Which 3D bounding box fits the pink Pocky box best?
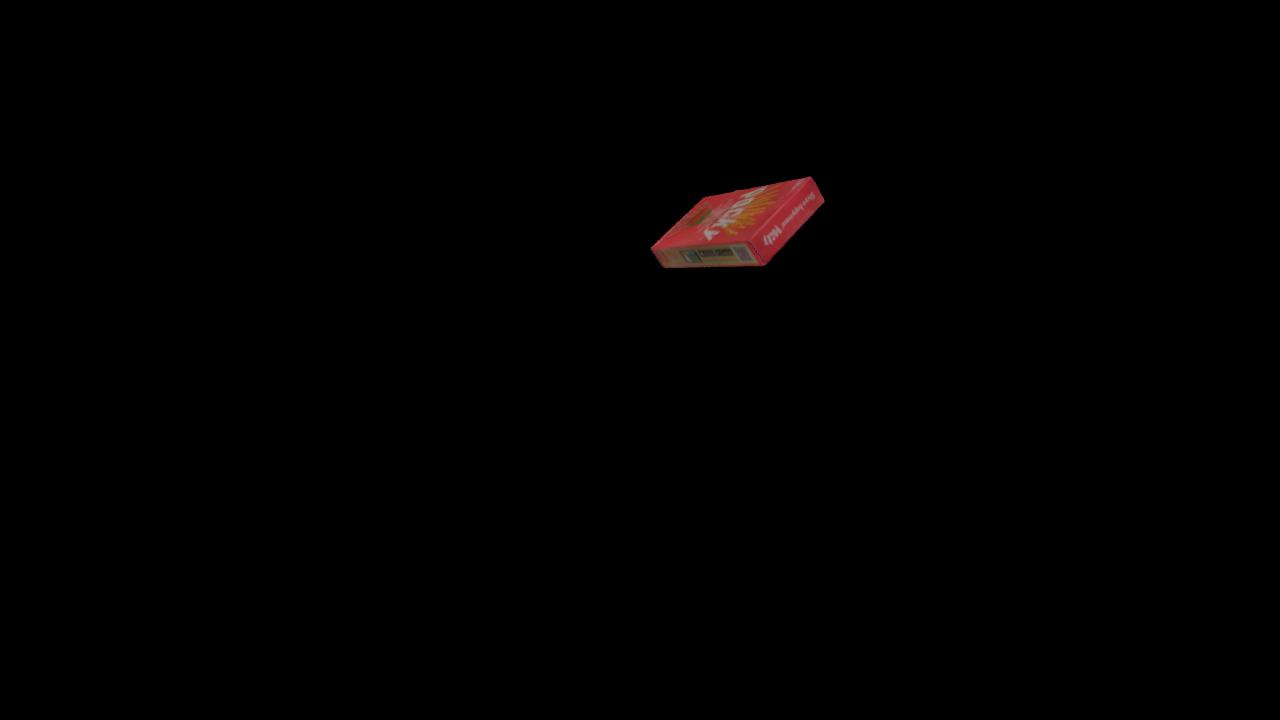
[{"bbox_3d":[0.081,-0.119,0.550,0.084,0.029,0.155,-46,26,-16],"label":"pink Pocky box"}]
